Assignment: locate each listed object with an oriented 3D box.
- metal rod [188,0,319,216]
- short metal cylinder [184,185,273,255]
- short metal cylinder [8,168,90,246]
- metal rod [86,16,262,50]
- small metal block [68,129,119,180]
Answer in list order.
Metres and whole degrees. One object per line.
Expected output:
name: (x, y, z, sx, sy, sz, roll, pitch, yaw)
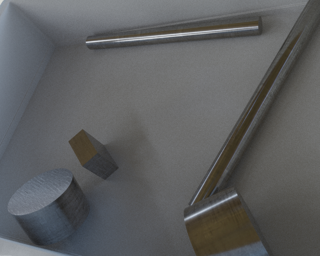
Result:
metal rod: (0.121, -0.034, 0.362, 0.025, 0.025, 0.300, 24, 74, 36)
short metal cylinder: (0.063, 0.098, 0.277, 0.050, 0.080, 0.080, -29, 52, 10)
short metal cylinder: (-0.134, 0.094, 0.379, 0.080, 0.050, 0.080, -16, 27, 9)
metal rod: (0.005, -0.147, 0.491, 0.300, 0.025, 0.025, 4, 64, 29)
small metal block: (-0.088, 0.036, 0.412, 0.025, 0.050, 0.050, -42, 51, 0)
